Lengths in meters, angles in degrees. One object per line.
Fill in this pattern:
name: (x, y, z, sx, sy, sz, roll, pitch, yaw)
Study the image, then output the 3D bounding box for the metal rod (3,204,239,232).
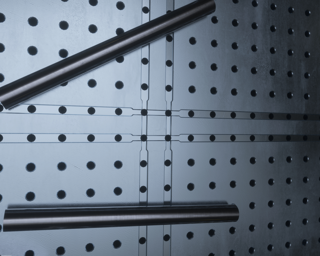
metal rod: (-0.033, 0.114, 0.400, 0.302, 0.025, 0.025, 4, 89, -20)

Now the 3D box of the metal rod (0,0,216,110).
metal rod: (-0.054, -0.103, 0.392, 0.302, 0.025, 0.025, -30, 100, -18)
